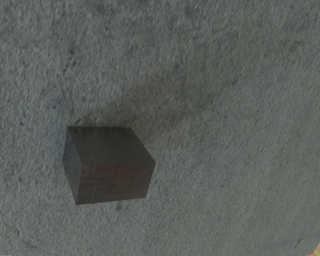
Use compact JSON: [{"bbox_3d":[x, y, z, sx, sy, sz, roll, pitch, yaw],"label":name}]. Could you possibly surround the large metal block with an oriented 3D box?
[{"bbox_3d":[-0.063,0.040,0.361,0.081,0.080,0.050,1,118,-29],"label":"large metal block"}]
